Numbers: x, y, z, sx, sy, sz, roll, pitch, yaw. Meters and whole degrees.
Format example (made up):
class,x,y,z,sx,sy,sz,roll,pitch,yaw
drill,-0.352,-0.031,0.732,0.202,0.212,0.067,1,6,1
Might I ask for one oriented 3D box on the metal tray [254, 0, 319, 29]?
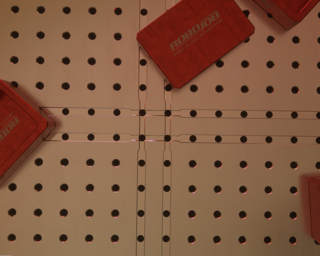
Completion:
class,x,y,z,sx,sy,sz,roll,pitch,yaw
metal tray,0.159,-0.209,0.412,0.130,0.030,0.090,42,90,-1

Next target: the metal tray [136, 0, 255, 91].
class,x,y,z,sx,sy,sz,roll,pitch,yaw
metal tray,0.046,-0.122,0.411,0.130,0.030,0.090,-37,90,-1

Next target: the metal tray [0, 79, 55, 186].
class,x,y,z,sx,sy,sz,roll,pitch,yaw
metal tray,-0.217,0.012,0.407,0.090,0.030,0.130,43,90,-1

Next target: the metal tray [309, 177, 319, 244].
class,x,y,z,sx,sy,sz,roll,pitch,yaw
metal tray,0.274,0.108,0.414,0.131,0.030,0.089,-4,90,-1
